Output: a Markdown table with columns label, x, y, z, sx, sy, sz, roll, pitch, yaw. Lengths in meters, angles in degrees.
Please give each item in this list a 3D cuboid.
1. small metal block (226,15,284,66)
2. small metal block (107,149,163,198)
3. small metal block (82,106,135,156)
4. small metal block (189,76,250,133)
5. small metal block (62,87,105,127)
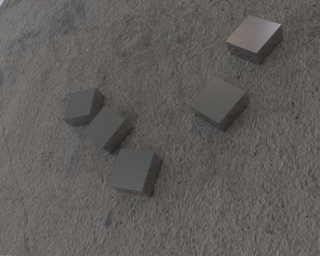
| label | x | y | z | sx | sy | sz | roll | pitch | yaw |
| --- | --- | --- | --- | --- | --- | --- | --- | --- | --- |
| small metal block | 0.125 | -0.117 | 0.410 | 0.050 | 0.025 | 0.050 | -49 | 52 | -6 |
| small metal block | -0.030 | 0.056 | 0.386 | 0.050 | 0.025 | 0.050 | 3 | 63 | 29 |
| small metal block | -0.073 | 0.003 | 0.441 | 0.050 | 0.025 | 0.050 | 31 | 79 | 38 |
| small metal block | 0.073 | -0.030 | 0.383 | 0.050 | 0.025 | 0.050 | -49 | 51 | -6 |
| small metal block | -0.119 | -0.032 | 0.486 | 0.050 | 0.025 | 0.050 | -8 | 58 | 23 |
